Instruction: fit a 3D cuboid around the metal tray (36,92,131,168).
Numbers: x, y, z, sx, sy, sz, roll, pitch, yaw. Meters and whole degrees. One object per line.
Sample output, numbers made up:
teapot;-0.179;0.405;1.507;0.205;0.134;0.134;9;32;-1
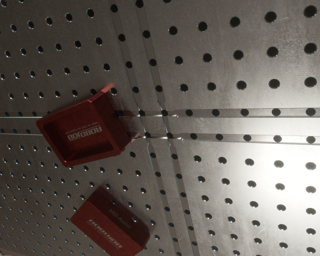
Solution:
metal tray;-0.119;0.007;0.472;0.130;0.030;0.090;-16;110;34

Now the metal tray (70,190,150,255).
metal tray;-0.094;0.184;0.569;0.130;0.030;0.090;41;129;-1
